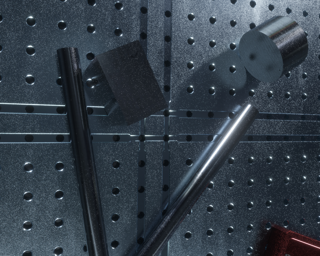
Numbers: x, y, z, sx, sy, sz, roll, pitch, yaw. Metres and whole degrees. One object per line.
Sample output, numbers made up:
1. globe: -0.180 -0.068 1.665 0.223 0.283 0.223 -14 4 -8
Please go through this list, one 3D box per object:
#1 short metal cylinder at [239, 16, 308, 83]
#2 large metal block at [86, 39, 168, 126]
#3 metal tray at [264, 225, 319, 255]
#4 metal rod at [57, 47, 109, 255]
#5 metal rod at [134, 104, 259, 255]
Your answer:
1. short metal cylinder: 0.161 -0.112 0.444 0.050 0.080 0.080 -33 101 -17
2. large metal block: -0.042 -0.049 0.369 0.050 0.080 0.080 -27 99 -18
3. metal tray: 0.228 0.220 0.496 0.131 0.030 0.090 24 82 -19
4. metal rod: -0.091 0.054 0.379 0.025 0.025 0.298 -9 93 -20
5. metal rod: 0.047 0.087 0.431 0.025 0.025 0.300 42 76 -16
